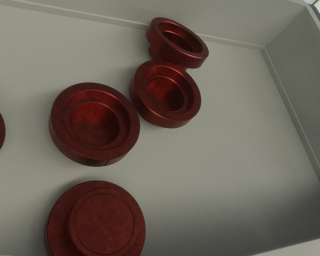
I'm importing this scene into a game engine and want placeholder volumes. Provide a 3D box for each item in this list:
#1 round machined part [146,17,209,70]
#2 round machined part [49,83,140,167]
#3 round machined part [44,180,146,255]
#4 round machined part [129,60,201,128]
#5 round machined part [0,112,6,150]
[{"bbox_3d":[0.022,-0.122,0.472,0.099,0.042,0.098,22,38,-18],"label":"round machined part"},{"bbox_3d":[-0.076,0.000,0.355,0.099,0.042,0.098,14,56,-21],"label":"round machined part"},{"bbox_3d":[-0.059,0.098,0.304,0.099,0.042,0.098,14,56,-21],"label":"round machined part"},{"bbox_3d":[0.003,-0.042,0.424,0.099,0.042,0.098,14,56,-21],"label":"round machined part"},{"bbox_3d":[-0.190,-0.005,0.278,0.098,0.042,0.098,30,41,-30],"label":"round machined part"}]
